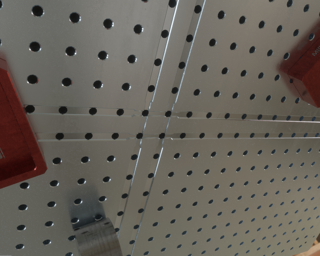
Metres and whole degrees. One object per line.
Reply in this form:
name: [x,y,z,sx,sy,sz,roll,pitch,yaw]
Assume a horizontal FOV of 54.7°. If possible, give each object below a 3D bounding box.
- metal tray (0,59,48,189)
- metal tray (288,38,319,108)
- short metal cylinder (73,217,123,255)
metal tray: [-0.180,0.005,0.312,0.091,0.030,0.129,-19,126,-18]
metal tray: [0.276,-0.106,0.496,0.130,0.030,0.090,-48,129,5]
short metal cylinder: [-0.087,0.173,0.437,0.050,0.080,0.079,-14,124,-21]
